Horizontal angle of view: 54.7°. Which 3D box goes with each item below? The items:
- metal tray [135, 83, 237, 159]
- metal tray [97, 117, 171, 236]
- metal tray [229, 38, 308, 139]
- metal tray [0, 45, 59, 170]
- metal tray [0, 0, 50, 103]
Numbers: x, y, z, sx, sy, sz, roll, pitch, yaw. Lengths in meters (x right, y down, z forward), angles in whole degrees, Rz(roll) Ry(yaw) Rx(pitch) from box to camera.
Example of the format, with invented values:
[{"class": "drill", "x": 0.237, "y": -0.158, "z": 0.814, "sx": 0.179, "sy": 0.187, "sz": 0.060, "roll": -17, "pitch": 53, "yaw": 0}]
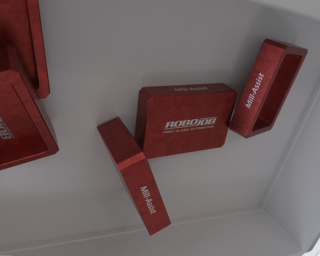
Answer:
[{"class": "metal tray", "x": 0.034, "y": -0.011, "z": 0.417, "sx": 0.131, "sy": 0.030, "sz": 0.089, "roll": -7, "pitch": 122, "yaw": -25}, {"class": "metal tray", "x": -0.032, "y": 0.061, "z": 0.386, "sx": 0.030, "sy": 0.090, "sz": 0.129, "roll": -26, "pitch": 128, "yaw": -12}, {"class": "metal tray", "x": 0.152, "y": -0.054, "z": 0.434, "sx": 0.091, "sy": 0.030, "sz": 0.129, "roll": -11, "pitch": 126, "yaw": -48}, {"class": "metal tray", "x": -0.154, "y": -0.007, "z": 0.280, "sx": 0.091, "sy": 0.030, "sz": 0.129, "roll": -17, "pitch": 149, "yaw": -13}, {"class": "metal tray", "x": -0.152, "y": -0.085, "z": 0.269, "sx": 0.091, "sy": 0.030, "sz": 0.129, "roll": -10, "pitch": 123, "yaw": -23}]
